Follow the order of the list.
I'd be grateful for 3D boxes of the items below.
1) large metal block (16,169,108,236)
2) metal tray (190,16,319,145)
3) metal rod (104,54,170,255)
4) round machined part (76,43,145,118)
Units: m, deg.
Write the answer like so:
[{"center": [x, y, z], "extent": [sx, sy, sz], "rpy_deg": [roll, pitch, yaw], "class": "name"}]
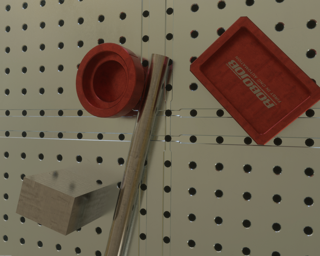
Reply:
[{"center": [-0.133, 0.098, 0.429], "extent": [0.080, 0.080, 0.050], "rpy_deg": [16, 96, 19], "class": "large metal block"}, {"center": [0.111, -0.055, 0.370], "extent": [0.090, 0.030, 0.130], "rpy_deg": [-43, 77, 14], "class": "metal tray"}, {"center": [-0.034, 0.049, 0.423], "extent": [0.025, 0.025, 0.298], "rpy_deg": [15, 95, 19], "class": "metal rod"}, {"center": [-0.062, -0.062, 0.419], "extent": [0.098, 0.042, 0.097], "rpy_deg": [-1, 88, 28], "class": "round machined part"}]
